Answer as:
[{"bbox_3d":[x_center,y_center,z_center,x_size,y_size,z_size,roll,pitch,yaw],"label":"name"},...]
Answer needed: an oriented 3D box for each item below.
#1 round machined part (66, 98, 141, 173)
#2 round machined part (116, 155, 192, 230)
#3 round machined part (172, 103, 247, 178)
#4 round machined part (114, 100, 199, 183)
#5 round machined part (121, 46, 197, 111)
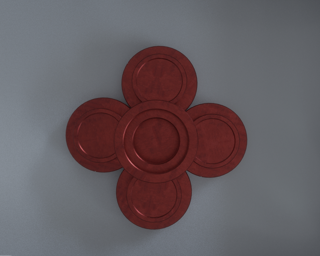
[{"bbox_3d":[-0.073,0.009,0.400,0.099,0.042,0.097,0,90,0],"label":"round machined part"},{"bbox_3d":[-0.008,0.083,0.401,0.099,0.042,0.097,0,88,-1],"label":"round machined part"},{"bbox_3d":[0.064,0.016,0.401,0.099,0.042,0.097,0,90,0],"label":"round machined part"},{"bbox_3d":[-0.004,0.015,0.380,0.099,0.042,0.097,0,90,0],"label":"round machined part"},{"bbox_3d":[-0.001,-0.058,0.400,0.099,0.042,0.097,0,90,0],"label":"round machined part"}]
